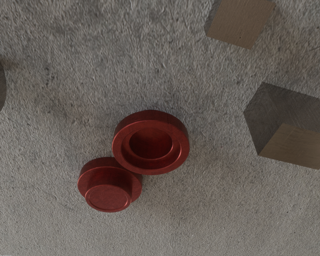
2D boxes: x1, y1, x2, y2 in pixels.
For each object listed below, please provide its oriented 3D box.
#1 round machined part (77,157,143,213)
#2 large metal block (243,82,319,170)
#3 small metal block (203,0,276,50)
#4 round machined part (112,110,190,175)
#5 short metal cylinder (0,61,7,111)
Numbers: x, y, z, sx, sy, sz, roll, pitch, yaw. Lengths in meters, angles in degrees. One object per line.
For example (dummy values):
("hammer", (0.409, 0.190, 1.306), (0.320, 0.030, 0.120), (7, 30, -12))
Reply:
("round machined part", (-0.077, 0.093, 0.474), (0.099, 0.042, 0.097), (-1, 130, 0))
("large metal block", (0.156, -0.004, 0.371), (0.081, 0.080, 0.050), (14, 129, -12))
("small metal block", (0.078, -0.113, 0.312), (0.050, 0.025, 0.050), (13, 129, -12))
("round machined part", (-0.011, 0.014, 0.408), (0.099, 0.042, 0.097), (-1, 130, 0))
("short metal cylinder", (-0.208, -0.049, 0.326), (0.050, 0.080, 0.079), (-4, 130, 3))
